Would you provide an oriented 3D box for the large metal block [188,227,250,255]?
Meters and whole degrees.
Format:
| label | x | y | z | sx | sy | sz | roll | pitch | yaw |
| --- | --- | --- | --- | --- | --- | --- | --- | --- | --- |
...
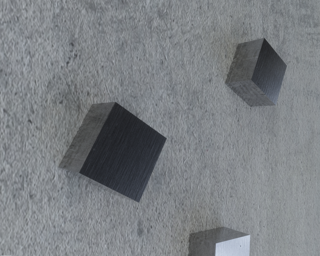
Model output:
| label | x | y | z | sx | sy | sz | roll | pitch | yaw |
| --- | --- | --- | --- | --- | --- | --- | --- | --- | --- |
| large metal block | 0.088 | 0.199 | 0.463 | 0.081 | 0.050 | 0.080 | 6 | 86 | -40 |

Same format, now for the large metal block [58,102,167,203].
| label | x | y | z | sx | sy | sz | roll | pitch | yaw |
| --- | --- | --- | --- | --- | --- | --- | --- | --- | --- |
| large metal block | -0.050 | 0.027 | 0.346 | 0.080 | 0.050 | 0.080 | 37 | 68 | -34 |

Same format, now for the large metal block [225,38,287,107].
| label | x | y | z | sx | sy | sz | roll | pitch | yaw |
| --- | --- | --- | --- | --- | --- | --- | --- | --- | --- |
| large metal block | 0.164 | -0.091 | 0.526 | 0.080 | 0.050 | 0.080 | 33 | 70 | -35 |
